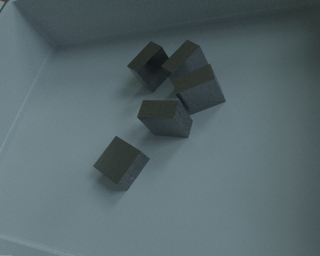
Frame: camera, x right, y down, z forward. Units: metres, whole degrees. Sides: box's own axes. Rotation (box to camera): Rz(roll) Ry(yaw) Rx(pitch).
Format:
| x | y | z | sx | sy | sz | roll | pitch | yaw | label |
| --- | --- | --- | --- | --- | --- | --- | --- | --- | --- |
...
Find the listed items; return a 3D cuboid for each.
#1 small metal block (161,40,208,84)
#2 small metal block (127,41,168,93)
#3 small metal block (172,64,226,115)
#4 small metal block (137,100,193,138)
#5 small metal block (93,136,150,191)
| x | y | z | sx | sy | sz | roll | pitch | yaw | label |
| --- | --- | --- | --- | --- | --- | --- | --- | --- | --- |
| 0.037 | -0.081 | 0.420 | 0.050 | 0.050 | 0.025 | -46 | 51 | -4 | small metal block |
| -0.012 | -0.088 | 0.450 | 0.050 | 0.050 | 0.025 | -48 | 51 | -5 | small metal block |
| 0.050 | -0.047 | 0.392 | 0.050 | 0.050 | 0.025 | -21 | 54 | 16 | small metal block |
| 0.007 | -0.011 | 0.393 | 0.050 | 0.050 | 0.025 | 3 | 64 | 30 | small metal block |
| -0.050 | 0.045 | 0.405 | 0.050 | 0.025 | 0.050 | 28 | 77 | 37 | small metal block |
